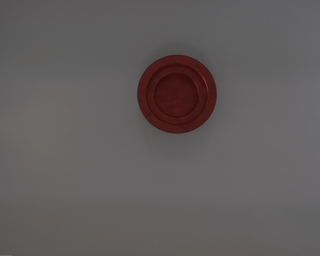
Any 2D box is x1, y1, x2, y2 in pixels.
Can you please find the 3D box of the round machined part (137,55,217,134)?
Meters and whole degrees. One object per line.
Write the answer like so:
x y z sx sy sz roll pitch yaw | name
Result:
0.021 -0.042 0.403 0.099 0.042 0.097 0 90 0 | round machined part
